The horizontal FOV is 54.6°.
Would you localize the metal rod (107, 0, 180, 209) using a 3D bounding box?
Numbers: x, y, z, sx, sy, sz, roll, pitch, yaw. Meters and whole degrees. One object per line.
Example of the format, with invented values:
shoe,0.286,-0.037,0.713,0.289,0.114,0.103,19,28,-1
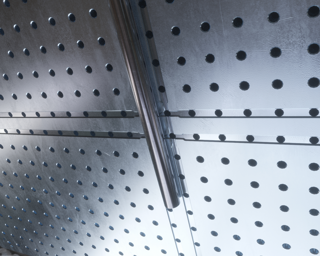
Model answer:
metal rod,-0.014,-0.016,0.410,0.025,0.025,0.298,0,119,28
